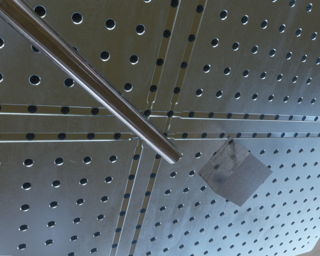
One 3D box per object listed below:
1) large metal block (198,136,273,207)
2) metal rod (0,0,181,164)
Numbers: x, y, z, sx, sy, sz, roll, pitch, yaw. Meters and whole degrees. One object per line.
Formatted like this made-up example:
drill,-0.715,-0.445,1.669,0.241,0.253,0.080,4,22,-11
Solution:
large metal block,0.124,0.073,0.508,0.080,0.050,0.080,34,99,-39
metal rod,-0.063,-0.040,0.351,0.025,0.025,0.300,-44,130,2
